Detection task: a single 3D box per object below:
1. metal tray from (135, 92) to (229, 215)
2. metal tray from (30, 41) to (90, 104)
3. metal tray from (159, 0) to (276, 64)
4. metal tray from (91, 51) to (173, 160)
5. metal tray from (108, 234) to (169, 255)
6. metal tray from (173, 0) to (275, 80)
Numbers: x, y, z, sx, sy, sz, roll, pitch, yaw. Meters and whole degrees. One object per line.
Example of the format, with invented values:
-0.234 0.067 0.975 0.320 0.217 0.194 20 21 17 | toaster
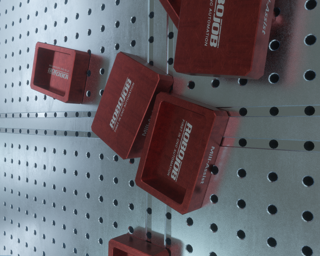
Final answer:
0.023 0.029 0.388 0.090 0.030 0.129 24 105 37 | metal tray
-0.184 -0.101 0.559 0.130 0.030 0.089 21 103 38 | metal tray
0.058 -0.145 0.359 0.090 0.030 0.130 -41 65 32 | metal tray
-0.044 -0.032 0.444 0.090 0.030 0.129 36 112 34 | metal tray
-0.033 0.226 0.434 0.090 0.030 0.129 3 92 40 | metal tray
0.065 -0.118 0.313 0.090 0.030 0.129 12 98 39 | metal tray
